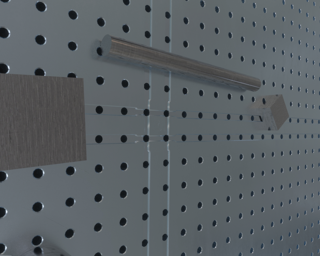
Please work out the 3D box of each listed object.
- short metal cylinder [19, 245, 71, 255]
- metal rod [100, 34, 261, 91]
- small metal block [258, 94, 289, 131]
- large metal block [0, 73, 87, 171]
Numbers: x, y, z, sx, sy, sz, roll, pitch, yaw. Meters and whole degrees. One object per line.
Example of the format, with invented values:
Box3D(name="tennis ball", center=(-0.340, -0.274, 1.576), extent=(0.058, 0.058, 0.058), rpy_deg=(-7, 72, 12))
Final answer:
Box3D(name="short metal cylinder", center=(-0.110, 0.163, 0.301), extent=(0.081, 0.050, 0.079), rpy_deg=(0, 90, -40))
Box3D(name="metal rod", center=(0.053, -0.086, 0.453), extent=(0.302, 0.025, 0.025), rpy_deg=(5, 87, -40))
Box3D(name="small metal block", center=(0.218, -0.030, 0.593), extent=(0.050, 0.025, 0.050), rpy_deg=(-41, 115, -32))
Box3D(name="large metal block", center=(-0.120, -0.007, 0.293), extent=(0.081, 0.050, 0.079), rpy_deg=(-3, 92, -40))
